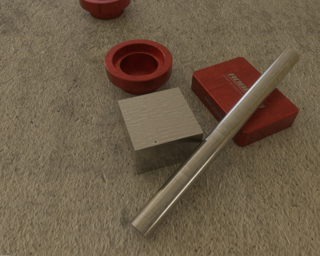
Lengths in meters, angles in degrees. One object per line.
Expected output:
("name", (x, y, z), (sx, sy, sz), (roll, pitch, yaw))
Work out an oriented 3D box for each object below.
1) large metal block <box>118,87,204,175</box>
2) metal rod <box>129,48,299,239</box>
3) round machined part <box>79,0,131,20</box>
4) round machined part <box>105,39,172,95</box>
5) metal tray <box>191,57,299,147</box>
("large metal block", (-0.002, 0.002, 0.386), (0.081, 0.050, 0.080), (-14, 52, -12))
("metal rod", (0.077, 0.004, 0.367), (0.025, 0.025, 0.301), (35, 68, 25))
("round machined part", (-0.105, -0.245, 0.597), (0.099, 0.042, 0.098), (0, 50, 0))
("round machined part", (-0.031, -0.087, 0.465), (0.099, 0.042, 0.098), (0, 50, 0))
("metal tray", (0.115, -0.042, 0.437), (0.091, 0.030, 0.130), (-21, 53, -17))
